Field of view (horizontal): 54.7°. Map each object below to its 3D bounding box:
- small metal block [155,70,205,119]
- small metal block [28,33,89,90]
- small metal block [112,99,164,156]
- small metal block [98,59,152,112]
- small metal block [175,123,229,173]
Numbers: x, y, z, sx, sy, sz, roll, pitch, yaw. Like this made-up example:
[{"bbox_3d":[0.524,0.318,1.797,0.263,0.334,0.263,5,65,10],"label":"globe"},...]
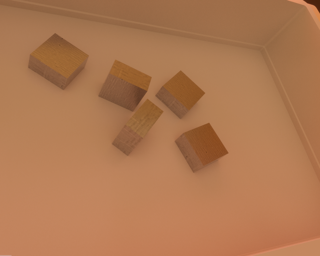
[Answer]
[{"bbox_3d":[0.030,-0.049,0.454,0.050,0.025,0.050,43,51,1],"label":"small metal block"},{"bbox_3d":[-0.127,-0.084,0.389,0.050,0.025,0.050,34,51,-7],"label":"small metal block"},{"bbox_3d":[-0.027,0.000,0.376,0.025,0.050,0.050,39,51,-3],"label":"small metal block"},{"bbox_3d":[-0.046,-0.053,0.399,0.050,0.050,0.025,24,53,-14],"label":"small metal block"},{"bbox_3d":[0.057,0.026,0.422,0.050,0.025,0.050,-20,73,-36],"label":"small metal block"}]
